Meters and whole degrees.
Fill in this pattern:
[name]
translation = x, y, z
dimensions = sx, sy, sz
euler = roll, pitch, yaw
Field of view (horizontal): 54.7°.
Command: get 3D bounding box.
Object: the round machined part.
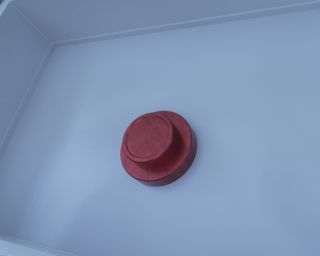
[round machined part]
translation = -0.007, 0.020, 0.385
dimensions = 0.098, 0.042, 0.098
euler = -13, 56, 20
